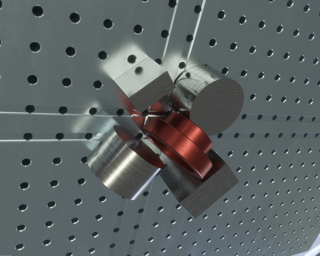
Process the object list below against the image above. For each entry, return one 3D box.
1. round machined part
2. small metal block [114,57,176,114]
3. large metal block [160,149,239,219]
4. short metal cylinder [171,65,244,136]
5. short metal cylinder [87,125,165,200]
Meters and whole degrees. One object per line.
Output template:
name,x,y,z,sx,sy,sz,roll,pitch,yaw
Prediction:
round machined part,0.027,0.017,0.392,0.042,0.098,0.098,-50,130,-9
small metal block,-0.018,-0.050,0.355,0.050,0.050,0.025,-36,130,-5
large metal block,0.051,0.067,0.448,0.080,0.080,0.050,-40,130,-2
short metal cylinder,0.062,-0.036,0.408,0.081,0.050,0.079,-14,125,-21
short metal cylinder,-0.041,0.041,0.379,0.050,0.080,0.080,-50,129,6
